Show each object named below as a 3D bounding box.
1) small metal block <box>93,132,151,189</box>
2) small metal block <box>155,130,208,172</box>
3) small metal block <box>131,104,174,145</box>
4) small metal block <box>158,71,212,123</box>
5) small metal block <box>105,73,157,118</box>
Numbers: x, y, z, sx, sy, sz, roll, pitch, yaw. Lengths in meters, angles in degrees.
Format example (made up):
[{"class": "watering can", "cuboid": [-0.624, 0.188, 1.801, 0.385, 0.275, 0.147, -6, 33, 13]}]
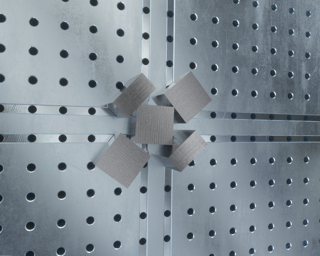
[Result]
[{"class": "small metal block", "cuboid": [-0.049, 0.040, 0.394, 0.050, 0.025, 0.050, 40, 77, -16]}, {"class": "small metal block", "cuboid": [0.027, 0.028, 0.409, 0.050, 0.050, 0.025, -44, 104, -15]}, {"class": "small metal block", "cuboid": [-0.010, -0.004, 0.408, 0.050, 0.025, 0.050, 4, 88, -19]}, {"class": "small metal block", "cuboid": [0.034, -0.041, 0.425, 0.050, 0.025, 0.050, -42, 103, -15]}, {"class": "small metal block", "cuboid": [-0.037, -0.039, 0.385, 0.025, 0.050, 0.050, 46, 77, -15]}]
